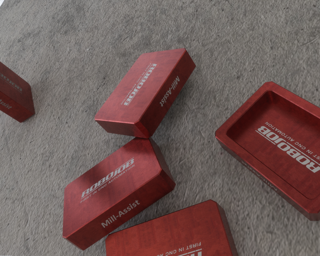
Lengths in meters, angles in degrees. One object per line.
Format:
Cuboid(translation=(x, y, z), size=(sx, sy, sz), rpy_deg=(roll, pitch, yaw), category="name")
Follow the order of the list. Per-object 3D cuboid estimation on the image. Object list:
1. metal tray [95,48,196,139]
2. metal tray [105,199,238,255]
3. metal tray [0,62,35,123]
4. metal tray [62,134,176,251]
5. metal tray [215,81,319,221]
Cuboid(translation=(-0.019, -0.050, 0.418), size=(0.090, 0.030, 0.130), rpy_deg=(6, 55, 44), category="metal tray")
Cuboid(translation=(0.011, 0.137, 0.311), size=(0.130, 0.030, 0.090), rpy_deg=(-23, 53, 14), category="metal tray")
Cuboid(translation=(-0.277, -0.076, 0.528), size=(0.030, 0.130, 0.090), rpy_deg=(-33, 52, 7), category="metal tray")
Cuboid(translation=(-0.053, 0.070, 0.366), size=(0.130, 0.030, 0.090), rpy_deg=(-35, 31, 5), category="metal tray")
Cuboid(translation=(0.133, 0.017, 0.319), size=(0.090, 0.030, 0.130), rpy_deg=(-44, 51, -3), category="metal tray")
